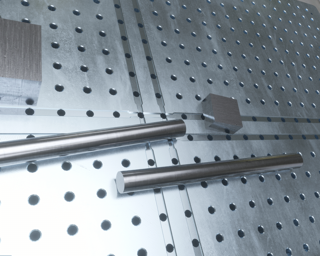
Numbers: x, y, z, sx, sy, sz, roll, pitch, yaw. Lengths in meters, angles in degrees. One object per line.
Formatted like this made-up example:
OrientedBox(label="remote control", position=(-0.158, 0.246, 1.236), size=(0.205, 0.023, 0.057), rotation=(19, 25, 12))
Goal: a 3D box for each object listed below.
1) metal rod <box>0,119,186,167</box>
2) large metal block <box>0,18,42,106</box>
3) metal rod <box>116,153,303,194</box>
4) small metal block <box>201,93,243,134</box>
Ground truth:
OrientedBox(label="metal rod", position=(-0.099, 0.018, 0.344), size=(0.303, 0.025, 0.025), rotation=(-8, 66, -32))
OrientedBox(label="large metal block", position=(-0.177, -0.074, 0.342), size=(0.081, 0.050, 0.080), rotation=(3, 60, -27))
OrientedBox(label="metal rod", position=(0.087, 0.057, 0.422), size=(0.303, 0.025, 0.025), rotation=(-2, 63, -29))
OrientedBox(label="small metal block", position=(0.095, -0.021, 0.474), size=(0.050, 0.025, 0.050), rotation=(10, 57, -23))
